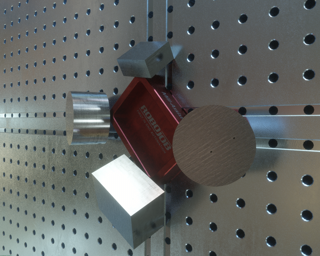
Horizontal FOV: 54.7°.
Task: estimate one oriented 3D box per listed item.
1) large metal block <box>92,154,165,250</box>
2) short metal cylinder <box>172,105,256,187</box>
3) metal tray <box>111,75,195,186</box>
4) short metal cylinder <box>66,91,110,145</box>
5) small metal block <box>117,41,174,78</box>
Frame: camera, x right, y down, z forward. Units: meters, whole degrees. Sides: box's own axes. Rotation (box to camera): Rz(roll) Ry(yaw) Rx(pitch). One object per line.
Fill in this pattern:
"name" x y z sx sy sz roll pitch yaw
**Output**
"large metal block" -0.041 0.095 0.404 0.080 0.050 0.079 38 144 33
"short metal cylinder" 0.058 0.017 0.325 0.080 0.050 0.079 0 90 13
"metal tray" -0.010 0.000 0.413 0.090 0.030 0.130 -49 61 29
"short metal cylinder" -0.110 -0.015 0.465 0.080 0.050 0.079 180 90 -65
"small metal block" -0.019 -0.090 0.405 0.050 0.050 0.025 12 135 39
